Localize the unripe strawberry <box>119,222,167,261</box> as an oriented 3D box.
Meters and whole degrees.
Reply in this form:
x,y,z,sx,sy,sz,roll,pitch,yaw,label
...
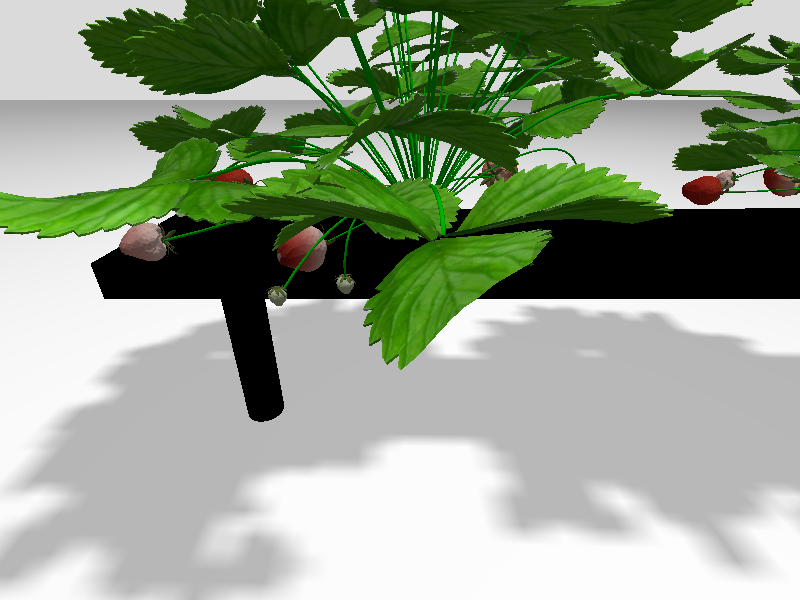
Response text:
x,y,z,sx,sy,sz,roll,pitch,yaw,label
-0.186,-0.041,0.289,0.029,0.028,0.031,-10,30,-18,unripe strawberry

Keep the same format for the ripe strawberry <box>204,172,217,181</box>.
x,y,z,sx,sy,sz,roll,pitch,yaw,label
-0.210,-0.124,0.439,0.031,0.032,0.028,-21,16,32,ripe strawberry

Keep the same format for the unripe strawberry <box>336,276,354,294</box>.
x,y,z,sx,sy,sz,roll,pitch,yaw,label
-0.033,-0.009,0.240,0.010,0.011,0.011,10,30,19,unripe strawberry

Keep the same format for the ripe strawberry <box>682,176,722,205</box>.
x,y,z,sx,sy,sz,roll,pitch,yaw,label
0.322,-0.118,0.428,0.034,0.029,0.034,14,31,26,ripe strawberry

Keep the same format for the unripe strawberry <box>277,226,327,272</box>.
x,y,z,sx,sy,sz,roll,pitch,yaw,label
-0.068,-0.034,0.274,0.032,0.034,0.035,24,37,37,unripe strawberry

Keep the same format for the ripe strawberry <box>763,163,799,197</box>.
x,y,z,sx,sy,sz,roll,pitch,yaw,label
0.453,-0.146,0.472,0.042,0.045,0.045,-3,28,-6,ripe strawberry

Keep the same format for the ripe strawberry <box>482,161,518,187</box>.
x,y,z,sx,sy,sz,roll,pitch,yaw,label
0.125,-0.157,0.492,0.042,0.044,0.046,17,32,29,ripe strawberry

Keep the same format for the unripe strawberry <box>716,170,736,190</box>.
x,y,z,sx,sy,sz,roll,pitch,yaw,label
0.400,-0.148,0.493,0.020,0.022,0.021,-12,13,-21,unripe strawberry

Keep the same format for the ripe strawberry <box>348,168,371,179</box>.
x,y,z,sx,sy,sz,roll,pitch,yaw,label
-0.052,-0.141,0.471,0.035,0.030,0.035,-15,31,-25,ripe strawberry

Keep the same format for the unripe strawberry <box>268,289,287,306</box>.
x,y,z,sx,sy,sz,roll,pitch,yaw,label
-0.073,-0.002,0.238,0.011,0.011,0.010,17,33,29,unripe strawberry

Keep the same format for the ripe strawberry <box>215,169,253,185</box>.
x,y,z,sx,sy,sz,roll,pitch,yaw,label
-0.166,-0.109,0.401,0.041,0.043,0.038,7,29,15,ripe strawberry
